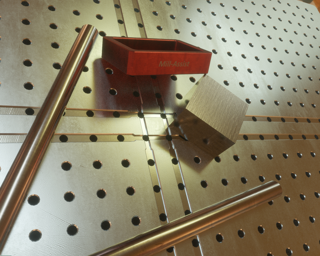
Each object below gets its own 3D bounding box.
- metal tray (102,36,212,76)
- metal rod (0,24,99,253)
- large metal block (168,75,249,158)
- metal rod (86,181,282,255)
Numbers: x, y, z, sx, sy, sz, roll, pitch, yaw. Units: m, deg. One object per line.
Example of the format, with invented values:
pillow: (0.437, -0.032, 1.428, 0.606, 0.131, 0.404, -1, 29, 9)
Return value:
metal tray: (-0.004, -0.103, 0.436, 0.131, 0.030, 0.090, -8, 29, -32)
metal rod: (-0.124, -0.017, 0.352, 0.025, 0.025, 0.300, 23, 53, -15)
large metal block: (0.071, -0.018, 0.443, 0.080, 0.050, 0.080, 35, 51, -6)
metal rod: (0.041, 0.112, 0.363, 0.303, 0.025, 0.025, -11, 68, -33)
